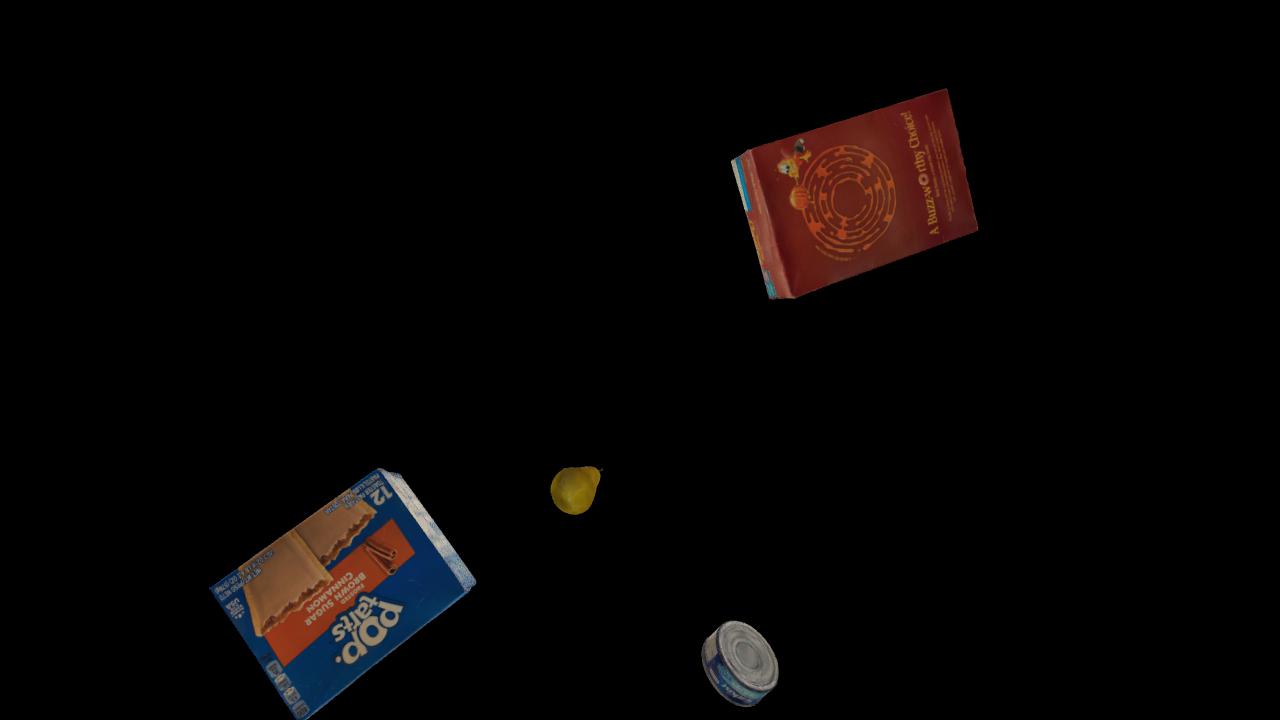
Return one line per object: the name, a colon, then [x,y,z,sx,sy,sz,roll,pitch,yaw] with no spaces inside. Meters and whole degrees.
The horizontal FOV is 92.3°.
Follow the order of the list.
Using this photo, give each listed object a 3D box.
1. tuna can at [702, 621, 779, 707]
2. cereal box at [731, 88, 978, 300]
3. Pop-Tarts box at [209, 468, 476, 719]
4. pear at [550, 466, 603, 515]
tuna can: [0.113,0.337,0.686,0.084,0.034,0.084,26,28,-15]
cereal box: [0.297,-0.226,0.848,0.306,0.203,0.081,-21,10,-9]
Pop-Tarts box: [-0.264,0.208,0.568,0.167,0.141,0.083,-36,-6,-12]
pear: [-0.096,0.206,1.038,0.080,0.080,0.111,0,30,43]
